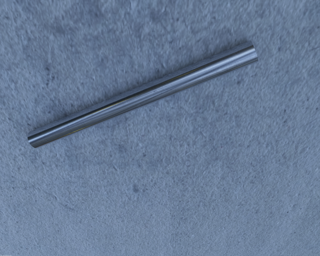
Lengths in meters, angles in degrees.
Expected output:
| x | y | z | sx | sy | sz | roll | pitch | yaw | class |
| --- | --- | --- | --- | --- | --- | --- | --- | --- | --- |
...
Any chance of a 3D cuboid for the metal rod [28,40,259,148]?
| x | y | z | sx | sy | sz | roll | pitch | yaw | class |
| --- | --- | --- | --- | --- | --- | --- | --- | --- | --- |
| -0.033 | -0.034 | 0.377 | 0.301 | 0.025 | 0.025 | -20 | 128 | 16 | metal rod |
